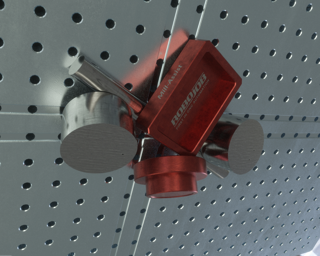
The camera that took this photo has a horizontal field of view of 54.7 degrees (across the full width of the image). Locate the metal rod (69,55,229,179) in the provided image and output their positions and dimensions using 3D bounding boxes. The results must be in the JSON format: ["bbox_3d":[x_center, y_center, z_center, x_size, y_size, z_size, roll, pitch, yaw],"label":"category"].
[{"bbox_3d":[0.008,0.003,0.417,0.025,0.025,0.301,-49,129,6],"label":"metal rod"}]

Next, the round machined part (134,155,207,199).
[{"bbox_3d":[0.015,0.069,0.416,0.099,0.042,0.098,-4,161,-1],"label":"round machined part"}]

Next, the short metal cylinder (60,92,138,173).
[{"bbox_3d":[-0.068,0.006,0.346,0.081,0.050,0.080,-8,136,-7],"label":"short metal cylinder"}]

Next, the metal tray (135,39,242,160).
[{"bbox_3d":[0.040,-0.033,0.390,0.090,0.030,0.130,37,84,-39],"label":"metal tray"}]

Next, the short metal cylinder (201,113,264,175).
[{"bbox_3d":[0.106,0.022,0.451,0.081,0.050,0.079,-11,108,-37],"label":"short metal cylinder"}]
